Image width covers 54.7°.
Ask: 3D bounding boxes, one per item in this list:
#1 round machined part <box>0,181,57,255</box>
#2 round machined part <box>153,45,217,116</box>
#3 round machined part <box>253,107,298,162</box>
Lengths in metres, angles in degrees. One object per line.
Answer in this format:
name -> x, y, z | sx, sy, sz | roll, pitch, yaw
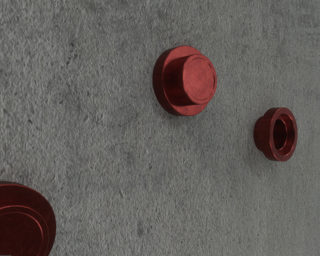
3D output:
round machined part -> -0.140, 0.099, 0.276 | 0.099, 0.042, 0.097 | 0, 90, -40
round machined part -> 0.041, -0.065, 0.428 | 0.099, 0.042, 0.097 | 0, 90, -40
round machined part -> 0.209, 0.011, 0.568 | 0.099, 0.042, 0.097 | 0, 90, -40
